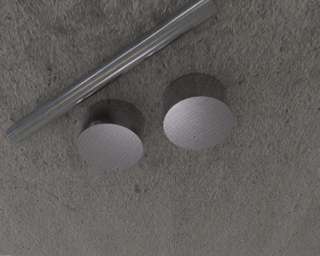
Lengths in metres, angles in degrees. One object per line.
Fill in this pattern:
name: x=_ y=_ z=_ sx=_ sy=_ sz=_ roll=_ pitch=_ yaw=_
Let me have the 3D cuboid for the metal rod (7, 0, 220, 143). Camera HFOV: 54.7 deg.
metal rod: x=-0.070 y=-0.057 z=0.357 sx=0.300 sy=0.025 sz=0.025 roll=-28 pitch=125 yaw=22

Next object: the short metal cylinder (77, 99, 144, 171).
short metal cylinder: x=-0.061 y=0.009 z=0.398 sx=0.081 sy=0.050 sz=0.079 roll=0 pitch=130 yaw=0

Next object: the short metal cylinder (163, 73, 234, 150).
short metal cylinder: x=0.044 y=-0.020 z=0.375 sx=0.081 sy=0.050 sz=0.079 roll=0 pitch=130 yaw=0
